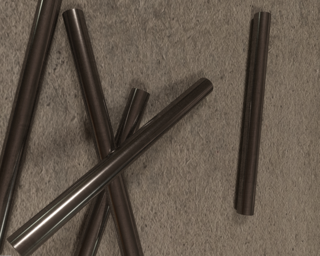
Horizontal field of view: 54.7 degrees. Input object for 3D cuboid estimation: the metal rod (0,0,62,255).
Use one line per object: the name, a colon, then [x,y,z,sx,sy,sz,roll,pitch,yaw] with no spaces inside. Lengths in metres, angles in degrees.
metal rod: [-0.157,-0.009,0.351,0.025,0.025,0.298,13,86,-20]

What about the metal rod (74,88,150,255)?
metal rod: [-0.071,0.094,0.383,0.025,0.025,0.299,21,83,-19]

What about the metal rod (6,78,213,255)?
metal rod: [-0.031,0.023,0.353,0.302,0.025,0.025,-41,104,-33]

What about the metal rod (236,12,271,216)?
metal rod: [0.140,-0.022,0.462,0.025,0.025,0.298,6,88,-20]

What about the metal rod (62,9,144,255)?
metal rod: [-0.068,0.007,0.364,0.025,0.025,0.298,-13,87,-20]
